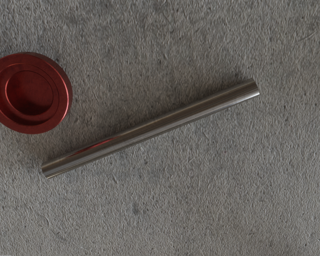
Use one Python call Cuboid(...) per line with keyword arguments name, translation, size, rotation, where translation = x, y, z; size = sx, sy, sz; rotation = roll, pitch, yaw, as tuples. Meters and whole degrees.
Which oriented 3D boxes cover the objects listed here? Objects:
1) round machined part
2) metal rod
Cuboid(name="round machined part", translation=(-0.157, -0.045, 0.383), size=(0.099, 0.042, 0.097), rotation=(0, 110, 0))
Cuboid(name="metal rod", translation=(-0.018, 0.003, 0.410), size=(0.301, 0.025, 0.025), rotation=(-22, 109, 7))
